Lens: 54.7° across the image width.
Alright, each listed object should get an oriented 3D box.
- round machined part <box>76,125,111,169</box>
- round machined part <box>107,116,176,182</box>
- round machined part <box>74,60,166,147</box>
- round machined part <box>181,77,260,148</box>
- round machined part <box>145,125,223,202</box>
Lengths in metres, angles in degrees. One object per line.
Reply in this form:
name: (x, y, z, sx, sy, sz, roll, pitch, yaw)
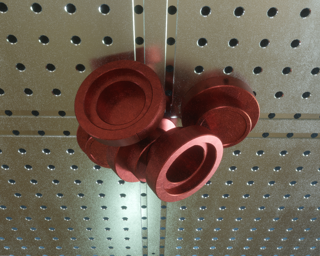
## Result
round machined part: (-0.062, 0.017, 0.414, 0.099, 0.042, 0.097, -1, 130, 0)
round machined part: (-0.015, 0.030, 0.394, 0.099, 0.042, 0.097, -25, 133, -29)
round machined part: (-0.041, -0.024, 0.349, 0.098, 0.098, 0.042, -10, 155, 7)
round machined part: (0.076, -0.012, 0.391, 0.099, 0.042, 0.097, -1, 130, 0)
round machined part: (0.024, 0.037, 0.370, 0.099, 0.042, 0.097, -23, 134, -25)
